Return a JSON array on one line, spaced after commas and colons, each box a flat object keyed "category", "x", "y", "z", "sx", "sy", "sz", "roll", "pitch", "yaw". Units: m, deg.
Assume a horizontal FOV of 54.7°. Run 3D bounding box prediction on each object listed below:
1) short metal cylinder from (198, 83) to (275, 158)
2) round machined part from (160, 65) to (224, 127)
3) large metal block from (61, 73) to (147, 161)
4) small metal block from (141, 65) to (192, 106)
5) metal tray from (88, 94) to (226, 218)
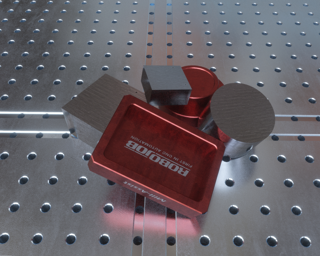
[{"category": "short metal cylinder", "x": 0.093, "y": -0.009, "z": 0.384, "sx": 0.081, "sy": 0.050, "sz": 0.080, "roll": 5, "pitch": 64, "yaw": -10}, {"category": "round machined part", "x": 0.047, "y": -0.052, "z": 0.440, "sx": 0.099, "sy": 0.042, "sz": 0.098, "roll": 0, "pitch": 50, "yaw": 0}, {"category": "large metal block", "x": -0.065, "y": -0.016, "z": 0.404, "sx": 0.080, "sy": 0.050, "sz": 0.080, "roll": 29, "pitch": 56, "yaw": 22}, {"category": "small metal block", "x": 0.007, "y": -0.055, "z": 0.393, "sx": 0.050, "sy": 0.025, "sz": 0.050, "roll": -3, "pitch": 46, "yaw": -17}, {"category": "metal tray", "x": 0.000, "y": 0.030, "z": 0.341, "sx": 0.131, "sy": 0.030, "sz": 0.090, "roll": 27, "pitch": 59, "yaw": -6}]
